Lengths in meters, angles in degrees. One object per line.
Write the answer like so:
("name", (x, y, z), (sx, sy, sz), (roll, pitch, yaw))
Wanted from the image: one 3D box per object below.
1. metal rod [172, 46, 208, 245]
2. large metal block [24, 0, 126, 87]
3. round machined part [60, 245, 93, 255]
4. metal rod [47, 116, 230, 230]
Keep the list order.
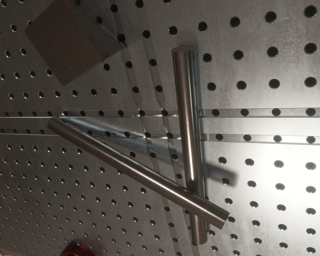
("metal rod", (0.044, 0.042, 0.413), (0.025, 0.025, 0.298), (6, 121, 25))
("large metal block", (-0.104, -0.109, 0.380), (0.080, 0.050, 0.080), (-22, 107, 36))
("round machined part", (-0.184, 0.311, 0.687), (0.098, 0.042, 0.097), (13, 124, 20))
("metal rod", (-0.043, 0.056, 0.446), (0.301, 0.025, 0.025), (27, 128, 19))
